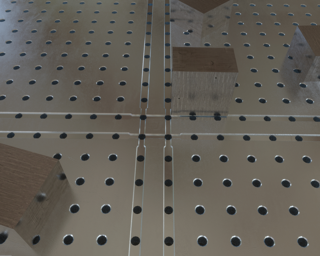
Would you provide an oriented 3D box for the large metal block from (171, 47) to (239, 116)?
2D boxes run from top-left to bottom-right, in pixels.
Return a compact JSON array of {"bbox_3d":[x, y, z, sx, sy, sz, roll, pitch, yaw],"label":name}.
[{"bbox_3d":[0.056,-0.062,0.425,0.081,0.080,0.050,1,50,0],"label":"large metal block"}]

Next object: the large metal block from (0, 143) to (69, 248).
[{"bbox_3d":[-0.159,0.069,0.331,0.080,0.050,0.080,14,51,11],"label":"large metal block"}]

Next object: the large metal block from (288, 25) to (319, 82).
[{"bbox_3d":[0.265,-0.121,0.496,0.081,0.050,0.080,-2,50,-2],"label":"large metal block"}]

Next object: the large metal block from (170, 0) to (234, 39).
[{"bbox_3d":[0.076,-0.220,0.577,0.080,0.050,0.080,-35,59,-26],"label":"large metal block"}]
